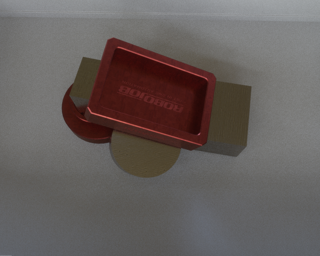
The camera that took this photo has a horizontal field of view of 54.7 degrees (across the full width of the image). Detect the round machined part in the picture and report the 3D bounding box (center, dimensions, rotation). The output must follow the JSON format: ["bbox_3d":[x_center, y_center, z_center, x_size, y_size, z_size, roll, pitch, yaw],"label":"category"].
[{"bbox_3d":[-0.081,-0.032,0.409,0.099,0.042,0.098,0,70,-1],"label":"round machined part"}]

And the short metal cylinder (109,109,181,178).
[{"bbox_3d":[-0.020,0.019,0.375,0.081,0.050,0.080,1,83,-12],"label":"short metal cylinder"}]

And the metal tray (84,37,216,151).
[{"bbox_3d":[-0.007,-0.035,0.343,0.131,0.030,0.090,17,70,-15],"label":"metal tray"}]

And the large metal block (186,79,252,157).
[{"bbox_3d":[0.068,-0.013,0.399,0.080,0.050,0.080,9,70,3],"label":"large metal block"}]

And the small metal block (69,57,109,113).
[{"bbox_3d":[-0.081,-0.047,0.366,0.025,0.050,0.050,12,71,4],"label":"small metal block"}]
